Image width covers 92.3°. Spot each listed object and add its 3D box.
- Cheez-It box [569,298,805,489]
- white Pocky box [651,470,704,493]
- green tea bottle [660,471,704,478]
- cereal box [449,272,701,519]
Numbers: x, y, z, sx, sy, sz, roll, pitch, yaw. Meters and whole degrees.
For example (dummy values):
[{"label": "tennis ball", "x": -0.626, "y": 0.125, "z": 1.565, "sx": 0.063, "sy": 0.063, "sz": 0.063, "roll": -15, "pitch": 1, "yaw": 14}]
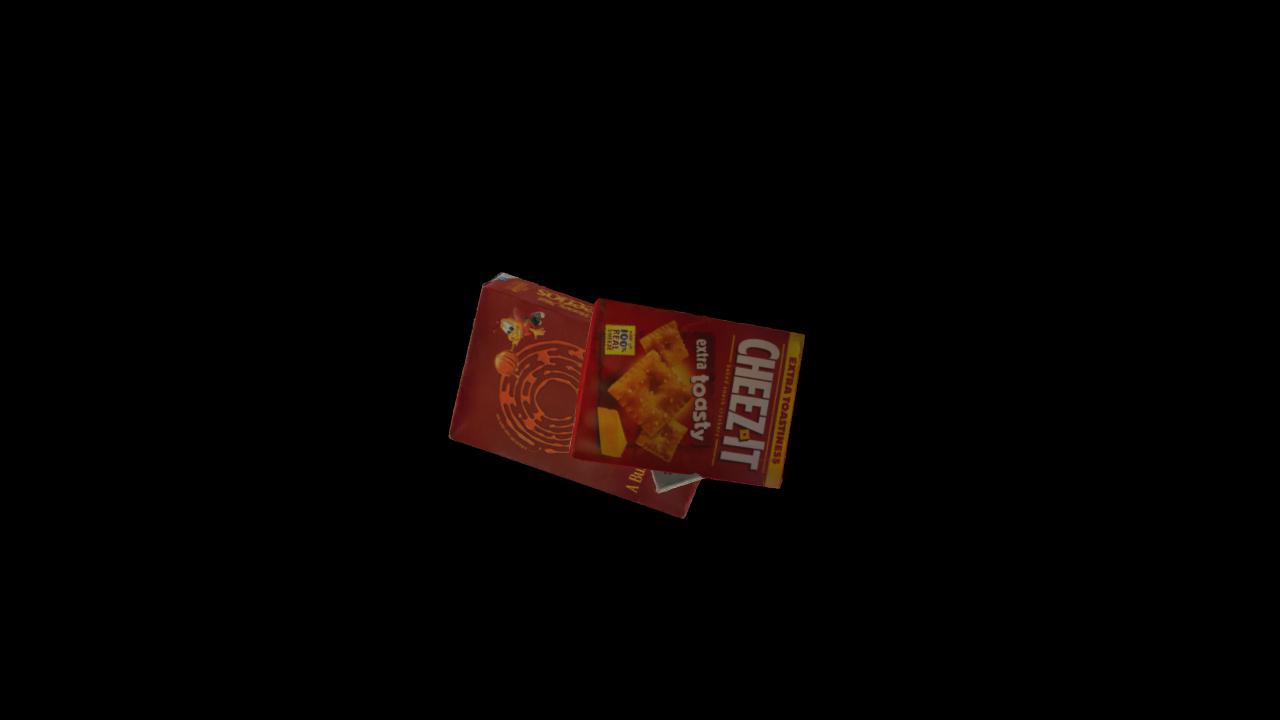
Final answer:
[{"label": "Cheez-It box", "x": 0.048, "y": 0.035, "z": 0.647, "sx": 0.223, "sy": 0.166, "sz": 0.071, "roll": 10, "pitch": 2, "yaw": -7}, {"label": "white Pocky box", "x": 0.034, "y": 0.055, "z": 0.657, "sx": 0.084, "sy": 0.154, "sz": 0.028, "roll": -17, "pitch": -20, "yaw": -6}, {"label": "green tea bottle", "x": -0.042, "y": 0.058, "z": 0.745, "sx": 0.212, "sy": 0.073, "sz": 0.073, "roll": -22, "pitch": -12, "yaw": 33}, {"label": "cereal box", "x": -0.055, "y": 0.042, "z": 0.725, "sx": 0.306, "sy": 0.203, "sz": 0.081, "roll": 19, "pitch": 22, "yaw": 1}]
